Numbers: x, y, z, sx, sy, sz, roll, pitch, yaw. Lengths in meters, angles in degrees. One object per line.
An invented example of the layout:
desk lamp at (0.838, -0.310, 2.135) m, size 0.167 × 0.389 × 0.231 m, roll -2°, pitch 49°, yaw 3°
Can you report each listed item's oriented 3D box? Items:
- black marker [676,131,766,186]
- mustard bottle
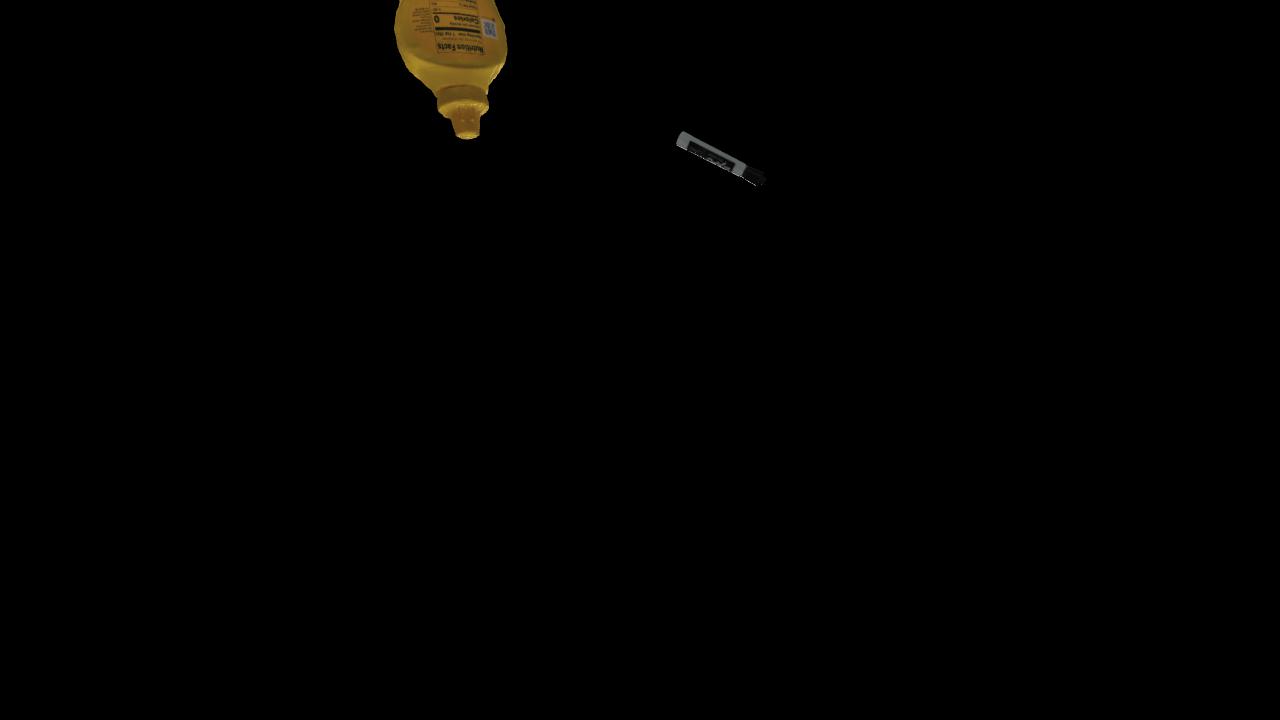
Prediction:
black marker at (0.103, -0.252, 0.772) m, size 0.121 × 0.020 × 0.020 m, roll 29°, pitch 2°, yaw 4°
mustard bottle at (-0.157, -0.276, 0.509) m, size 0.092 × 0.184 × 0.054 m, roll -11°, pitch 4°, yaw -32°
